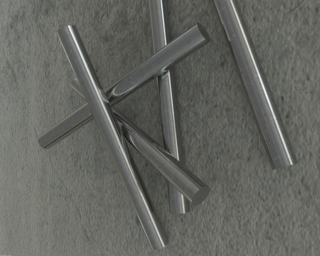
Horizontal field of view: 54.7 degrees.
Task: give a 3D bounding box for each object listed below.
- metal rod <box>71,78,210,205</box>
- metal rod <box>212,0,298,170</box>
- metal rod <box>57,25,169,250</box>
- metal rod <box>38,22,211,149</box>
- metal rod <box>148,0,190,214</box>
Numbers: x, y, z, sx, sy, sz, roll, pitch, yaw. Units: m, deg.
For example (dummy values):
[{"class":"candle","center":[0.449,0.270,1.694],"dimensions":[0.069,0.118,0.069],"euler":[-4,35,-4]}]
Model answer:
[{"class":"metal rod","center":[-0.047,-0.001,0.419],"dimensions":[0.300,0.025,0.025],"euler":[39,114,40]},{"class":"metal rod","center":[0.083,-0.103,0.335],"dimensions":[0.025,0.025,0.299],"euler":[-25,74,37]},{"class":"metal rod","center":[-0.058,0.015,0.394],"dimensions":[0.025,0.025,0.299],"euler":[-20,95,38]},{"class":"metal rod","center":[-0.066,-0.042,0.413],"dimensions":[0.299,0.025,0.025],"euler":[-29,72,29]},{"class":"metal rod","center":[0.010,-0.044,0.395],"dimensions":[0.025,0.025,0.298],"euler":[-10,84,39]}]
